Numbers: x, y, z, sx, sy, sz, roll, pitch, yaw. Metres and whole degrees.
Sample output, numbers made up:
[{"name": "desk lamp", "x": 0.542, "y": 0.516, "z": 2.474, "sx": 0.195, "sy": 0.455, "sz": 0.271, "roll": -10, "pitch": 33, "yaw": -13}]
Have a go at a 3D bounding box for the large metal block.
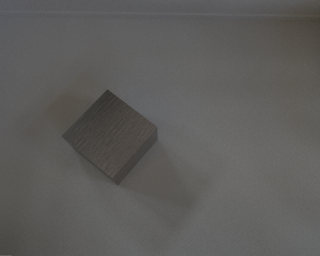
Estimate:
[{"name": "large metal block", "x": -0.060, "y": 0.013, "z": 0.392, "sx": 0.080, "sy": 0.050, "sz": 0.080, "roll": 37, "pitch": 74, "yaw": 12}]
